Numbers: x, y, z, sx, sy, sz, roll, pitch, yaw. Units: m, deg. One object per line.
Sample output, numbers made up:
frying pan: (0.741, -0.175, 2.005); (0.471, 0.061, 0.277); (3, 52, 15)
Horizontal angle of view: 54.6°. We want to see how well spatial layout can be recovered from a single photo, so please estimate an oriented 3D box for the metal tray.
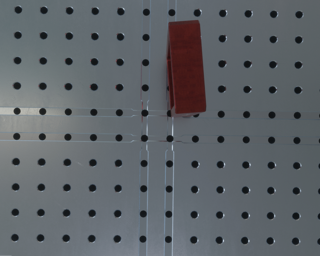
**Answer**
metal tray: (0.027, -0.060, 0.361); (0.030, 0.130, 0.090); (-4, 90, 0)
